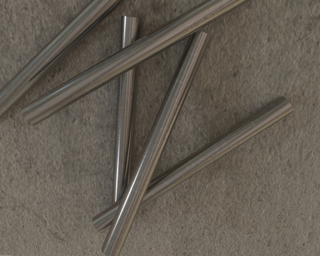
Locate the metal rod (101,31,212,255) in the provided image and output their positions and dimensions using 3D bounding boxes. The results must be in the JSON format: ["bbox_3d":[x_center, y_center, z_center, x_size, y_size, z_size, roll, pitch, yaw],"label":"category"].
[{"bbox_3d":[-0.007,0.024,0.386,0.025,0.025,0.298,22,96,-8],"label":"metal rod"}]

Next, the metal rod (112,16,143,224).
[{"bbox_3d":[-0.047,0.009,0.412,0.025,0.025,0.298,5,110,-2],"label":"metal rod"}]

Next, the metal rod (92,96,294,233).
[{"bbox_3d":[0.040,0.051,0.413,0.300,0.025,0.025,-33,107,5],"label":"metal rod"}]

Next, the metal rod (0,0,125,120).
[{"bbox_3d":[-0.119,-0.098,0.371,0.300,0.025,0.025,-39,106,12],"label":"metal rod"}]

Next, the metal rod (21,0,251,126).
[{"bbox_3d":[-0.019,-0.089,0.352,0.301,0.025,0.025,-30,108,0],"label":"metal rod"}]
